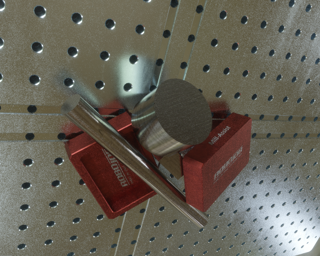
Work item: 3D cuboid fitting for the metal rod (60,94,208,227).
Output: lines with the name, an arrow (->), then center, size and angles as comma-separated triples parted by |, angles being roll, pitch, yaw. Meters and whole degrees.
metal rod -> -0.011, 0.062, 0.400 | 0.025, 0.025, 0.300 | -42, 130, 0

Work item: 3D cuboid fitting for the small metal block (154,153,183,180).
small metal block -> 0.010, 0.035, 0.417 | 0.025, 0.050, 0.050 | -42, 130, 0

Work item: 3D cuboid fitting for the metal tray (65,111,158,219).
metal tray -> -0.053, 0.053, 0.406 | 0.090, 0.030, 0.129 | -28, 128, -11

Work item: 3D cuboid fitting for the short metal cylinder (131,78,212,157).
short metal cylinder -> 0.014, -0.011, 0.364 | 0.081, 0.080, 0.050 | 8, 156, -32

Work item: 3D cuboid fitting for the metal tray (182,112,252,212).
metal tray -> 0.086, 0.046, 0.446 | 0.131, 0.030, 0.089 | -37, 134, -36
